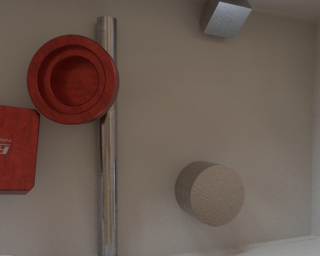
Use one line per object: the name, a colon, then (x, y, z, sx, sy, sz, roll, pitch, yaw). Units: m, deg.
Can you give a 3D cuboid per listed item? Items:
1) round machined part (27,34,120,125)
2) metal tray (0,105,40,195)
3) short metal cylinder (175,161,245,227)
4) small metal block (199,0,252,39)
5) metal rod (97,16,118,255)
round machined part: (-0.095, -0.053, 0.354, 0.099, 0.042, 0.097, 0, 90, 4)
metal tray: (-0.195, 0.020, 0.313, 0.131, 0.030, 0.090, 7, 68, -27)
short metal cylinder: (0.067, 0.087, 0.424, 0.081, 0.050, 0.079, 0, 90, -21)
small metal block: (0.090, -0.155, 0.429, 0.050, 0.050, 0.025, 3, 53, -20)
metal rod: (-0.066, 0.014, 0.386, 0.025, 0.025, 0.298, 0, 90, -20)
